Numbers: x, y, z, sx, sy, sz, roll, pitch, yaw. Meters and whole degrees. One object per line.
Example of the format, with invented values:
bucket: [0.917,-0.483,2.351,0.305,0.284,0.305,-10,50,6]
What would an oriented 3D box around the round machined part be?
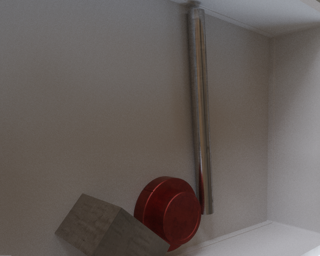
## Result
round machined part: [0.017,0.115,0.412,0.099,0.042,0.097,0,90,-40]

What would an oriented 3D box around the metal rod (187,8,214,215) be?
metal rod: [0.061,-0.022,0.459,0.025,0.025,0.298,-6,94,-40]

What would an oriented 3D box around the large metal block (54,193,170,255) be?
large metal block: [-0.051,0.119,0.330,0.080,0.080,0.050,47,62,-30]
